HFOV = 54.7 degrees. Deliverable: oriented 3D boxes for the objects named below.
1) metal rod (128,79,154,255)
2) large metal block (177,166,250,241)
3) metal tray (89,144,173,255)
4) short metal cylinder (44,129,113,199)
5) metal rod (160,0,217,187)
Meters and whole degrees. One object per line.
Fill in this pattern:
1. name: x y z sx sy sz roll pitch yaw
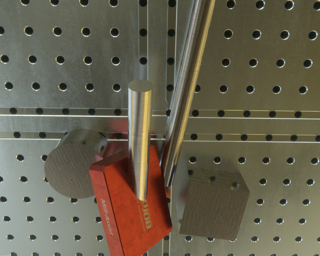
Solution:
1. metal rod: -0.028 0.076 0.394 0.025 0.025 0.298 3 128 -2
2. large metal block: 0.072 0.106 0.440 0.081 0.050 0.079 9 110 -4
3. metal tray: -0.034 0.095 0.403 0.030 0.091 0.129 -1 105 43
4. short metal cylinder: -0.106 0.047 0.416 0.081 0.050 0.079 0 110 0
5. metal rod: 0.035 -0.061 0.391 0.025 0.025 0.298 10 110 -4
